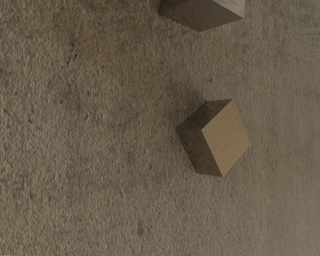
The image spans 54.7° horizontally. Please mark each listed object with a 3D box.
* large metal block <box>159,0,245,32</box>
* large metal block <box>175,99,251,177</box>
[{"bbox_3d":[0.057,-0.174,0.416,0.081,0.080,0.050,9,85,-40],"label":"large metal block"},{"bbox_3d":[0.080,0.013,0.455,0.080,0.050,0.080,-41,115,-32],"label":"large metal block"}]
